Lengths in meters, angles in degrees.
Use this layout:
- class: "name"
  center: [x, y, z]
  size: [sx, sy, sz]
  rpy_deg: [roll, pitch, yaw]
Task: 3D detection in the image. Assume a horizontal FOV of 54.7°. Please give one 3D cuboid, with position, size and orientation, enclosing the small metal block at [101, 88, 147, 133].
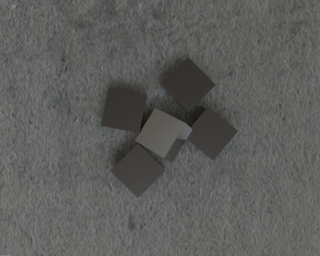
- class: "small metal block"
  center: [-0.046, -0.023, 0.409]
  size: [0.050, 0.025, 0.050]
  rpy_deg: [11, 90, -1]

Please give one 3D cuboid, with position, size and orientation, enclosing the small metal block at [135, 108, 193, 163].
- class: "small metal block"
  center: [0.005, 0.009, 0.396]
  size: [0.050, 0.025, 0.050]
  rpy_deg: [28, 85, 32]

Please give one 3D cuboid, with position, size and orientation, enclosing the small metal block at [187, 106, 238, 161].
- class: "small metal block"
  center: [0.065, 0.007, 0.411]
  size: [0.050, 0.025, 0.050]
  rpy_deg: [40, 90, -1]

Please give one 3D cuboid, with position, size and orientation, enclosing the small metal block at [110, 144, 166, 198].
- class: "small metal block"
  center: [-0.028, 0.055, 0.410]
  size: [0.050, 0.025, 0.050]
  rpy_deg: [-45, 91, 0]

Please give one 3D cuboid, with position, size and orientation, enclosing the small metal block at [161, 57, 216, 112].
- class: "small metal block"
  center: [0.037, -0.056, 0.410]
  size: [0.050, 0.025, 0.050]
  rpy_deg: [-45, 91, 0]
